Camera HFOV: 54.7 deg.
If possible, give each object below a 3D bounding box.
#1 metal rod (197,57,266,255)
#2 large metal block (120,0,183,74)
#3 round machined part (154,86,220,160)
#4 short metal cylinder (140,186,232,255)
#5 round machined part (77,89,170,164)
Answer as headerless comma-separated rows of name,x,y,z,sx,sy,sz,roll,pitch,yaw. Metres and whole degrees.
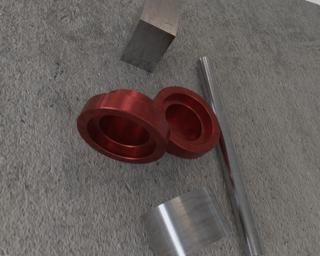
metal rod,0.093,0.022,0.440,0.025,0.025,0.299,5,59,-26
large metal block,-0.013,-0.141,0.448,0.050,0.080,0.080,22,54,-15
round machined part,0.026,-0.003,0.405,0.099,0.042,0.098,17,52,-23
short metal cylinder,0.026,0.100,0.322,0.081,0.080,0.050,-12,68,-33
round machined part,-0.036,-0.005,0.340,0.098,0.097,0.042,26,53,-12
